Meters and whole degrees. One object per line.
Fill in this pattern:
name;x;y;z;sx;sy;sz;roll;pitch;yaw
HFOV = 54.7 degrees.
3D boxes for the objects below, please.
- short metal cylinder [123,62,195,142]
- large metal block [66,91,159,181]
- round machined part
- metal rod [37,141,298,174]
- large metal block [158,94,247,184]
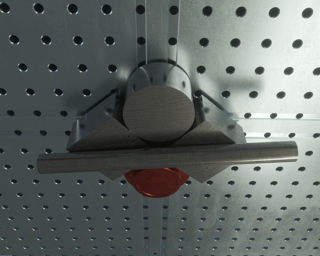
short metal cylinder;-0.001;-0.030;0.365;0.081;0.050;0.079;0;130;0
large metal block;-0.059;0.013;0.401;0.080;0.050;0.080;-32;125;24
round machined part;-0.004;0.065;0.450;0.099;0.042;0.097;0;130;0
metal rod;0.006;0.035;0.369;0.302;0.025;0.025;-3;130;3
large metal block;0.054;0.017;0.402;0.080;0.050;0.080;35;123;-26
